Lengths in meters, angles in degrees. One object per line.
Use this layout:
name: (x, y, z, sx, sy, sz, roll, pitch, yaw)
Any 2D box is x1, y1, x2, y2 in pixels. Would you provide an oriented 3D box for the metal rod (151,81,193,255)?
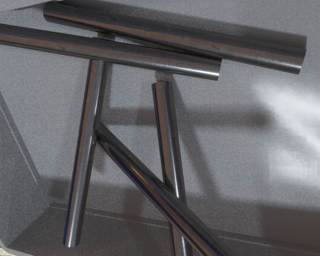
metal rod: (0.020, 0.094, 0.373, 0.025, 0.025, 0.298, -8, 89, 31)

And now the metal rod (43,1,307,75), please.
metal rod: (-0.001, -0.104, 0.343, 0.301, 0.025, 0.025, 17, 125, 18)

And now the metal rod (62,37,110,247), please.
metal rod: (-0.101, 0.030, 0.420, 0.025, 0.025, 0.298, 18, 107, 17)

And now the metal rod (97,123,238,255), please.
metal rod: (-0.013, 0.066, 0.367, 0.300, 0.025, 0.025, 39, 135, 38)

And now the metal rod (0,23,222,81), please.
metal rod: (-0.081, -0.092, 0.357, 0.301, 0.025, 0.025, 11, 124, 8)
